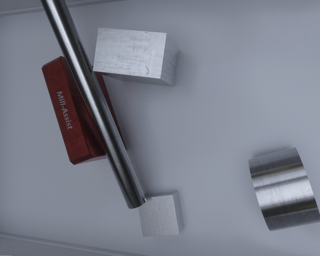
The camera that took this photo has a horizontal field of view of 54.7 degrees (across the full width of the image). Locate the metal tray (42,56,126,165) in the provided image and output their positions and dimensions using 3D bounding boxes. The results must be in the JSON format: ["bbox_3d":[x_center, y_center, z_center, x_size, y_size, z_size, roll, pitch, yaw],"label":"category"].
[{"bbox_3d":[-0.097,-0.022,0.408,0.030,0.090,0.129,-21,83,20],"label":"metal tray"}]

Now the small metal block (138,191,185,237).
[{"bbox_3d":[0.001,0.113,0.409,0.050,0.025,0.050,-11,87,19],"label":"small metal block"}]

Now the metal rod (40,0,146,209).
[{"bbox_3d":[-0.081,-0.041,0.365,0.025,0.025,0.298,-17,102,19],"label":"metal rod"}]

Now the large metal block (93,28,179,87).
[{"bbox_3d":[-0.026,-0.085,0.385,0.080,0.080,0.050,9,93,13],"label":"large metal block"}]

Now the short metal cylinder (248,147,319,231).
[{"bbox_3d":[0.133,0.066,0.334,0.050,0.080,0.080,-18,84,19],"label":"short metal cylinder"}]
